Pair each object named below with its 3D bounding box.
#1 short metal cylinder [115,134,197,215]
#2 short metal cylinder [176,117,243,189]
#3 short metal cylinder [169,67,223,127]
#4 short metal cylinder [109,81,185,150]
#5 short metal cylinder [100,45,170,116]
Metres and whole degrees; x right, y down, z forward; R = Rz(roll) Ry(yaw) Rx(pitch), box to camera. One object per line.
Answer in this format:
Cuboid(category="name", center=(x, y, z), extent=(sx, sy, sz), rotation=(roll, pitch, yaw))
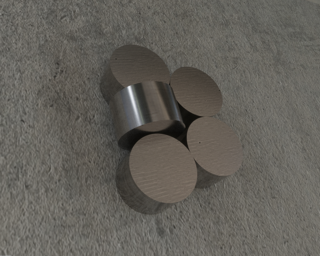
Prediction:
Cuboid(category="short metal cylinder", center=(-0.005, 0.053, 0.354), extent=(0.081, 0.050, 0.080), rotation=(13, 57, -20))
Cuboid(category="short metal cylinder", center=(0.058, 0.032, 0.400), extent=(0.081, 0.050, 0.080), rotation=(13, 57, -20))
Cuboid(category="short metal cylinder", center=(0.039, -0.038, 0.433), extent=(0.081, 0.050, 0.080), rotation=(13, 57, -21))
Cuboid(category="short metal cylinder", center=(-0.016, -0.012, 0.369), extent=(0.081, 0.080, 0.050), rotation=(-3, 64, -30))
Cuboid(category="short metal cylinder", center=(-0.034, -0.062, 0.409), extent=(0.081, 0.050, 0.080), rotation=(13, 57, -20))
